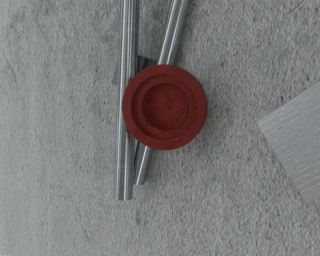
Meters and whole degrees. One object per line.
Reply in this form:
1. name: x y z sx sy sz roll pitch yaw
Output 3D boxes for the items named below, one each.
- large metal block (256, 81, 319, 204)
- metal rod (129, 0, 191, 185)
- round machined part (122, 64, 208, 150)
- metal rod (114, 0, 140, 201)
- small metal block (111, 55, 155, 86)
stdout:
1. large metal block: 0.147 0.008 0.267 0.080 0.050 0.080 -39 66 33
2. metal rod: 0.003 -0.068 0.400 0.025 0.025 0.298 23 104 37
3. round machined part: 0.008 -0.025 0.369 0.098 0.042 0.097 2 98 14
4. metal rod: -0.043 -0.057 0.405 0.025 0.025 0.298 3 92 39
5. small metal block: -0.037 -0.078 0.433 0.050 0.025 0.050 27 107 36
